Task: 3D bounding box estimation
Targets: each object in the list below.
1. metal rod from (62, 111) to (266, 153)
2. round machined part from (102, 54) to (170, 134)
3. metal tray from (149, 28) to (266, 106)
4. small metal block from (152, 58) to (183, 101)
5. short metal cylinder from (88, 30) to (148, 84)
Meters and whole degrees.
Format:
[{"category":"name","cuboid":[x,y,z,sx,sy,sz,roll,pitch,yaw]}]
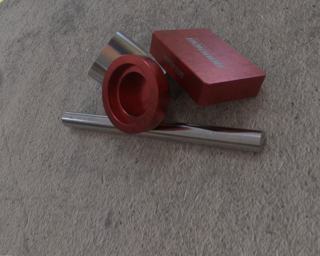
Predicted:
[{"category":"metal rod","cuboid":[-0.017,0.001,0.414,0.300,0.025,0.025,6,65,31]},{"category":"round machined part","cuboid":[-0.026,-0.043,0.394,0.098,0.042,0.097,7,101,39]},{"category":"metal tray","cuboid":[0.055,-0.083,0.391,0.091,0.030,0.130,-12,46,-27]},{"category":"small metal block","cuboid":[0.001,-0.069,0.429,0.050,0.050,0.025,26,76,37]},{"category":"short metal cylinder","cuboid":[-0.061,-0.095,0.454,0.080,0.050,0.080,-51,11,15]}]
